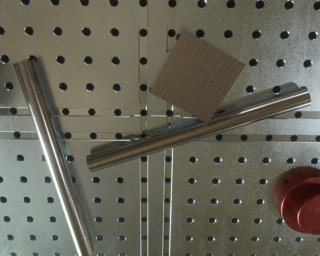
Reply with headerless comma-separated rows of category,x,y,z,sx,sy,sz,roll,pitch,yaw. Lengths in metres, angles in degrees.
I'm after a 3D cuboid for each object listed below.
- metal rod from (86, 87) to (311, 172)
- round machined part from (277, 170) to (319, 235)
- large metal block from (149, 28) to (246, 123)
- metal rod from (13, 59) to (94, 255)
metal rod,0.046,0.004,0.415,0.301,0.025,0.025,-18,109,6
round machined part,0.225,0.114,0.448,0.099,0.042,0.097,0,110,0
large metal block,0.042,-0.065,0.376,0.080,0.050,0.080,27,108,-10
metal rod,-0.141,0.056,0.432,0.025,0.025,0.298,-10,110,3
